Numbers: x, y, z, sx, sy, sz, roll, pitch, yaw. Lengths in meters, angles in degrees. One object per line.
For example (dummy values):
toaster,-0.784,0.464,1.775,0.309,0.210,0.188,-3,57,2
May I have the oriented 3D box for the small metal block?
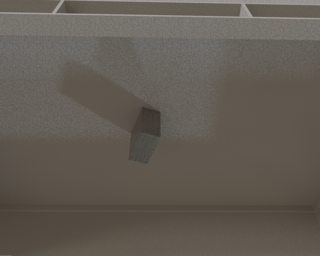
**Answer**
small metal block,-0.020,0.010,0.401,0.025,0.050,0.050,15,128,-13
